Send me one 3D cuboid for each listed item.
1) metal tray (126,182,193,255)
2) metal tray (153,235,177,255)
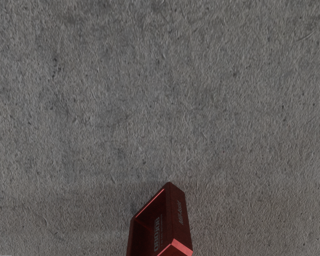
[{"bbox_3d":[-0.004,0.139,0.405,0.030,0.130,0.090,39,105,-13],"label":"metal tray"},{"bbox_3d":[0.021,0.241,0.463,0.030,0.090,0.129,-14,110,0],"label":"metal tray"}]
